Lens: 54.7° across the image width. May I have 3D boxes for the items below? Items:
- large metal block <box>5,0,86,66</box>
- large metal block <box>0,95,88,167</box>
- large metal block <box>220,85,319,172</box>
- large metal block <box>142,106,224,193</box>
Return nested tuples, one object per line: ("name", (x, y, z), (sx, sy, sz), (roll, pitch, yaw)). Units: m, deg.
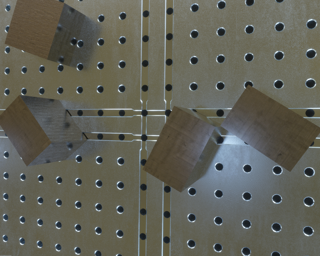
("large metal block", (-0.169, -0.146, 0.457), (0.080, 0.050, 0.080), (22, 97, 18))
("large metal block", (-0.164, 0.003, 0.440), (0.050, 0.080, 0.080), (-41, 77, 15))
("large metal block", (0.120, -0.001, 0.341), (0.080, 0.080, 0.050), (35, 101, 16))
("large metal block", (0.032, 0.022, 0.371), (0.050, 0.080, 0.080), (29, 99, 17))
